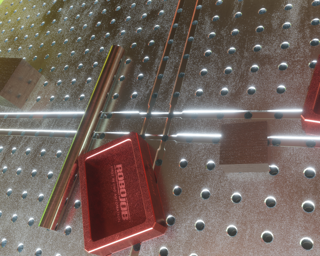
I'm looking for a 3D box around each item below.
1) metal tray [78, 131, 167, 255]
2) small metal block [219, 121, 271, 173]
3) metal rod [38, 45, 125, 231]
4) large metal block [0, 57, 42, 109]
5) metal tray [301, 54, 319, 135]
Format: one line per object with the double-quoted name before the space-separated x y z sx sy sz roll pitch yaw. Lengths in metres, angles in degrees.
"metal tray" -0.051 0.077 0.382 0.090 0.030 0.130 -24 53 12
"small metal block" 0.095 0.022 0.345 0.050 0.025 0.050 -5 59 25
"metal rod" -0.109 -0.001 0.463 0.025 0.025 0.300 2 62 29
"large metal block" -0.289 -0.087 0.594 0.080 0.050 0.080 10 67 32
"metal tray" 0.220 -0.029 0.307 0.130 0.030 0.090 12 68 32
